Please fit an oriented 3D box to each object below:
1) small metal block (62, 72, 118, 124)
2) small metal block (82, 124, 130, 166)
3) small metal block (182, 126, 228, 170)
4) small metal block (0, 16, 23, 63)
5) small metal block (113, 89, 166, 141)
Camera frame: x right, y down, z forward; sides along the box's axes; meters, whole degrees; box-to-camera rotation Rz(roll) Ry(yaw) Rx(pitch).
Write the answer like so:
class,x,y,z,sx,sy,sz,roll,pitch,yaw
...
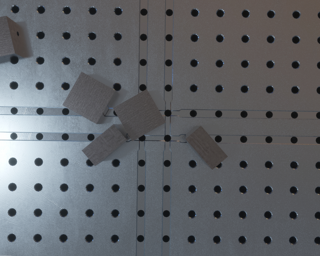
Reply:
class,x,y,z,sx,sy,sz,roll,pitch,yaw
small metal block,-0.092,-0.039,0.412,0.050,0.025,0.050,30,90,-1
small metal block,-0.068,0.021,0.400,0.050,0.050,0.025,-40,90,0
small metal block,0.057,0.024,0.402,0.025,0.050,0.050,-41,91,0
small metal block,-0.217,-0.115,0.410,0.050,0.025,0.050,-13,90,-1
small metal block,-0.027,-0.017,0.413,0.050,0.025,0.050,-30,90,-1
